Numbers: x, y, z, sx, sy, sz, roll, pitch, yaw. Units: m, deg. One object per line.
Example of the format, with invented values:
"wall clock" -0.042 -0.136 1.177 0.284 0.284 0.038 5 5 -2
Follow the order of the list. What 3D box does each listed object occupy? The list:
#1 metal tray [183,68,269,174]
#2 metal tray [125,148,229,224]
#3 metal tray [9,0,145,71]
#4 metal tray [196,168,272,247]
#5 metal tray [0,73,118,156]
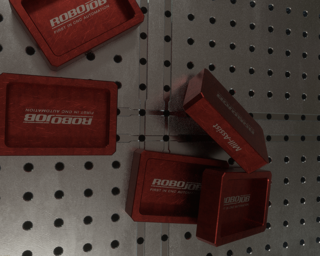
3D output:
"metal tray" 0.090 -0.011 0.414 0.130 0.090 0.030 43 120 -15
"metal tray" 0.026 0.081 0.420 0.131 0.030 0.089 9 87 -20
"metal tray" -0.096 -0.139 0.374 0.131 0.030 0.090 -34 101 -17
"metal tray" 0.105 0.102 0.421 0.131 0.030 0.089 7 89 -45
"metal tray" -0.118 -0.013 0.366 0.131 0.030 0.089 2 90 -21
